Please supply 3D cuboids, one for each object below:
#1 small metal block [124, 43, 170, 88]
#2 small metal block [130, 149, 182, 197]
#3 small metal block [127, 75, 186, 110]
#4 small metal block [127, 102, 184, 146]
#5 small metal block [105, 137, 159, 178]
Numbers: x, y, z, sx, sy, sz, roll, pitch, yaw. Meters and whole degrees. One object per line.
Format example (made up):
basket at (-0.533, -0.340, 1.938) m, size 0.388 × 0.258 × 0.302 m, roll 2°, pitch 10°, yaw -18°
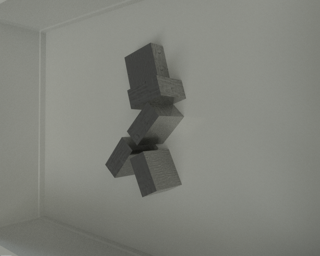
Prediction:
small metal block at (-0.018, -0.080, 0.419) m, size 0.050 × 0.025 × 0.050 m, roll -18°, pitch 79°, yaw 38°
small metal block at (-0.005, 0.056, 0.393) m, size 0.025 × 0.050 × 0.050 m, roll -32°, pitch 71°, yaw 35°
small metal block at (-0.004, -0.042, 0.392) m, size 0.050 × 0.050 × 0.025 m, roll -21°, pitch 77°, yaw 38°
small metal block at (-0.005, -0.005, 0.393) m, size 0.025 × 0.050 × 0.050 m, roll 52°, pitch 120°, yaw 27°
small metal block at (-0.038, 0.038, 0.420) m, size 0.025 × 0.050 × 0.050 m, roll 48°, pitch 118°, yaw 29°
